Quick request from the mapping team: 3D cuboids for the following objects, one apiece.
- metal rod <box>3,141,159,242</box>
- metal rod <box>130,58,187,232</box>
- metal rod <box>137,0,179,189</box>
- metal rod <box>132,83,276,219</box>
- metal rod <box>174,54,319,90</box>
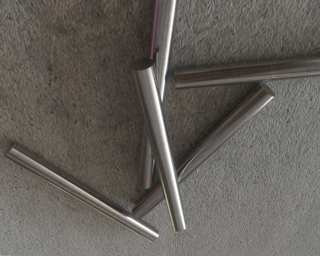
[{"bbox_3d":[-0.110,0.114,0.503,0.025,0.025,0.301,-34,123,25],"label":"metal rod"},{"bbox_3d":[0.006,0.047,0.412,0.025,0.025,0.298,-7,130,6],"label":"metal rod"},{"bbox_3d":[-0.007,-0.029,0.381,0.025,0.025,0.298,4,130,-4],"label":"metal rod"},{"bbox_3d":[0.046,0.049,0.449,0.025,0.025,0.298,27,125,-21],"label":"metal rod"},{"bbox_3d":[0.167,-0.069,0.349,0.302,0.025,0.025,-5,130,4],"label":"metal rod"}]
